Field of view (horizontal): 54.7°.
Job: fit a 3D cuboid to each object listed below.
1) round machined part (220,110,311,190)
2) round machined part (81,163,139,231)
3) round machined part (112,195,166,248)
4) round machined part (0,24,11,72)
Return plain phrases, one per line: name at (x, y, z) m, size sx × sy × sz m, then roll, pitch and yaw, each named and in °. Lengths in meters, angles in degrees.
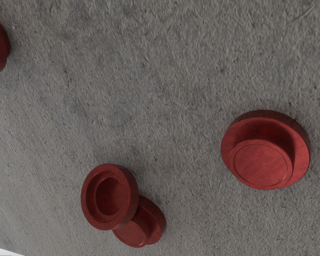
round machined part at (0.117, 0.032, 0.354) m, size 0.098 × 0.042 × 0.097 m, roll 13°, pitch 124°, yaw 21°
round machined part at (-0.072, 0.105, 0.478) m, size 0.098 × 0.042 × 0.098 m, roll -7°, pitch 76°, yaw 31°
round machined part at (-0.043, 0.160, 0.518) m, size 0.098 × 0.042 × 0.097 m, roll 13°, pitch 124°, yaw 21°
round machined part at (-0.263, -0.127, 0.456) m, size 0.098 × 0.042 × 0.097 m, roll 13°, pitch 124°, yaw 21°
